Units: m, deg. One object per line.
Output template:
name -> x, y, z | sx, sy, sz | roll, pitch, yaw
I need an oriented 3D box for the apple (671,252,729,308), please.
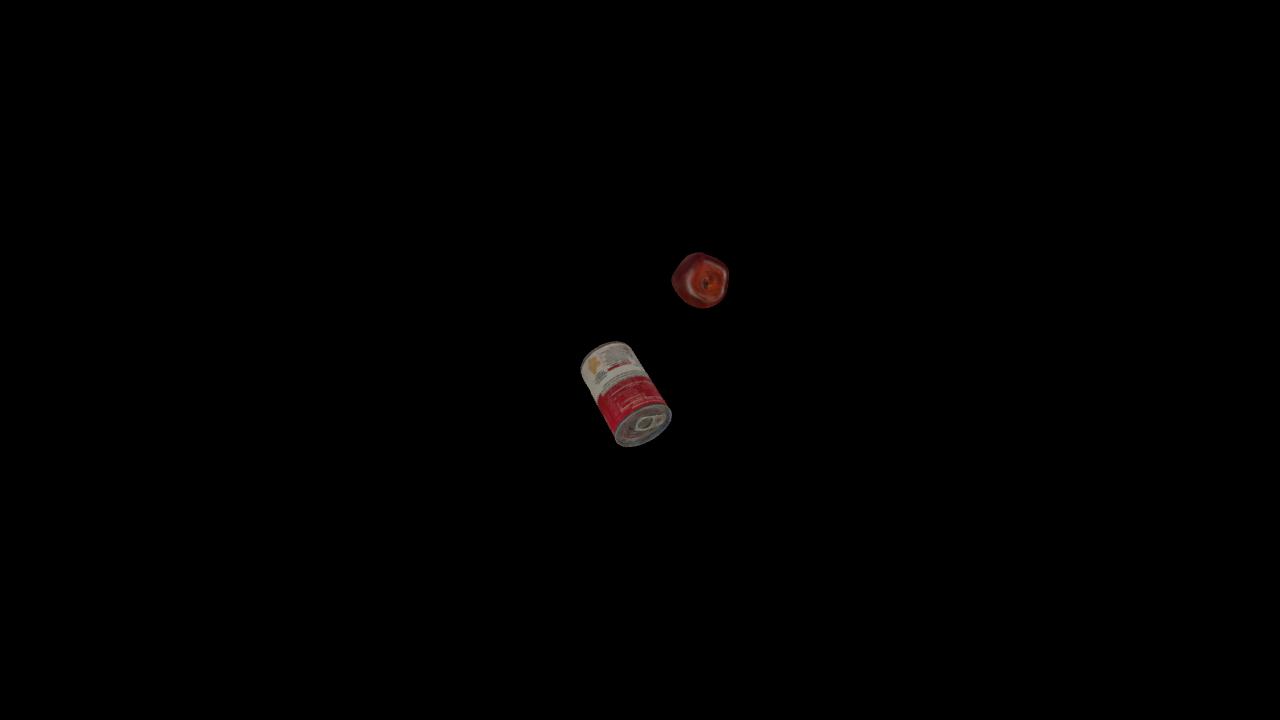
apple -> 0.083, -0.111, 0.857 | 0.079, 0.079, 0.093 | 0, 13, -7

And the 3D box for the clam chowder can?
clam chowder can -> -0.017, 0.036, 0.681 | 0.068, 0.068, 0.102 | 0, 44, -37
